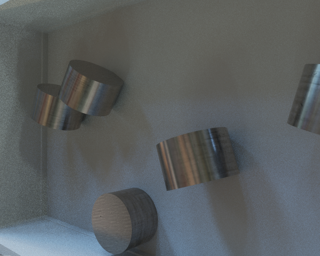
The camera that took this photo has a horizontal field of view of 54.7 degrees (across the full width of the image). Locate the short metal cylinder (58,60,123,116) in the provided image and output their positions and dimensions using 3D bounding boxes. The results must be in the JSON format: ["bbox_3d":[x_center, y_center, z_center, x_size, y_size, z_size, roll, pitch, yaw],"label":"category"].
[{"bbox_3d":[-0.101,-0.059,0.455,0.080,0.081,0.050,41,115,32],"label":"short metal cylinder"}]

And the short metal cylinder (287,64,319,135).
[{"bbox_3d":[0.150,-0.018,0.247,0.080,0.081,0.050,21,104,38],"label":"short metal cylinder"}]

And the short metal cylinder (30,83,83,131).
[{"bbox_3d":[-0.164,-0.035,0.507,0.080,0.081,0.050,31,110,35],"label":"short metal cylinder"}]

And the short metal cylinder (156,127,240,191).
[{"bbox_3d":[0.041,0.035,0.338,0.080,0.081,0.050,-22,76,38],"label":"short metal cylinder"}]

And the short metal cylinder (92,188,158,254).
[{"bbox_3d":[-0.050,0.127,0.432,0.080,0.050,0.080,0,90,40],"label":"short metal cylinder"}]
